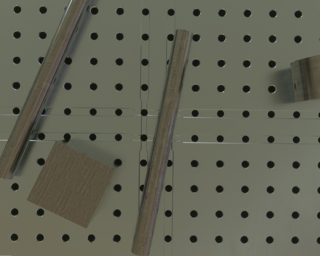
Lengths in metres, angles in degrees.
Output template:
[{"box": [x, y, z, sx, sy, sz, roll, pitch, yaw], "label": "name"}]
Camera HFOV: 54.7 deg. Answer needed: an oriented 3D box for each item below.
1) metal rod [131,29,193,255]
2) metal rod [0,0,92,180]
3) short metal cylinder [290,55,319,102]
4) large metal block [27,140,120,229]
[{"box": [0.003, 0.019, 0.413, 0.025, 0.025, 0.298, 11, 90, 0], "label": "metal rod"}, {"box": [-0.148, -0.074, 0.411, 0.025, 0.025, 0.299, 24, 90, 0], "label": "metal rod"}, {"box": [0.209, -0.062, 0.387, 0.080, 0.080, 0.050, -7, 90, 0], "label": "short metal cylinder"}, {"box": [-0.108, 0.069, 0.400, 0.080, 0.050, 0.080, 26, 90, 0], "label": "large metal block"}]
